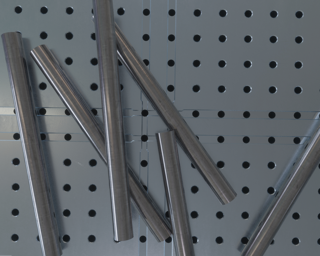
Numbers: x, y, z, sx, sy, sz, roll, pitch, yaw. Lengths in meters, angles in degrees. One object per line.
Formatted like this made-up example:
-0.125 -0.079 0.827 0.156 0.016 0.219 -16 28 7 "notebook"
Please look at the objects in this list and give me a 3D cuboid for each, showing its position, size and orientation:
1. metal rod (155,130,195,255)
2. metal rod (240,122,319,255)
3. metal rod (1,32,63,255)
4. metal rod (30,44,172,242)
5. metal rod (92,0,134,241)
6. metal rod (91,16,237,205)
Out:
0.031 0.151 0.405 0.025 0.025 0.298 -10 93 0 "metal rod"
0.196 0.048 0.414 0.025 0.025 0.299 31 90 0 "metal rod"
-0.170 0.024 0.412 0.025 0.025 0.299 -11 90 0 "metal rod"
-0.077 0.020 0.412 0.025 0.025 0.299 -34 90 0 "metal rod"
-0.058 -0.012 0.386 0.025 0.025 0.298 -5 90 0 "metal rod"
0.006 -0.027 0.413 0.025 0.025 0.299 -35 90 0 "metal rod"
